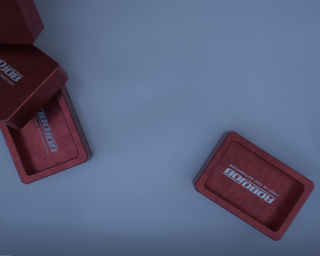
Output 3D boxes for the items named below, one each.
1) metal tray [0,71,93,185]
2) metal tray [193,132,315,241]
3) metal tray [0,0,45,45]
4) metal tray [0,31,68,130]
[{"bbox_3d":[-0.155,-0.003,0.407,0.090,0.030,0.129,-21,90,0],"label":"metal tray"},{"bbox_3d":[0.121,0.074,0.409,0.130,0.030,0.090,33,90,0],"label":"metal tray"},{"bbox_3d":[-0.207,-0.140,0.339,0.131,0.090,0.030,5,51,9],"label":"metal tray"},{"bbox_3d":[-0.190,-0.070,0.380,0.130,0.030,0.090,36,78,18],"label":"metal tray"}]
